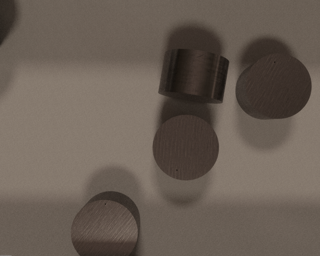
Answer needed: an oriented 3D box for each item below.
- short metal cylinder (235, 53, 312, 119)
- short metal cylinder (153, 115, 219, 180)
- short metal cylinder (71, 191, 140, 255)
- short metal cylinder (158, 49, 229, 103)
[{"bbox_3d":[0.144,-0.051,0.401,0.081,0.050,0.079,0,90,-1],"label":"short metal cylinder"},{"bbox_3d":[0.031,0.024,0.399,0.081,0.050,0.079,0,90,-1],"label":"short metal cylinder"},{"bbox_3d":[-0.067,0.126,0.398,0.081,0.050,0.079,0,90,-1],"label":"short metal cylinder"},{"bbox_3d":[0.042,-0.062,0.384,0.080,0.080,0.050,9,90,-1],"label":"short metal cylinder"}]
